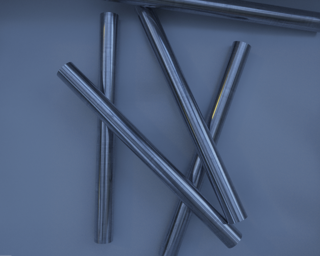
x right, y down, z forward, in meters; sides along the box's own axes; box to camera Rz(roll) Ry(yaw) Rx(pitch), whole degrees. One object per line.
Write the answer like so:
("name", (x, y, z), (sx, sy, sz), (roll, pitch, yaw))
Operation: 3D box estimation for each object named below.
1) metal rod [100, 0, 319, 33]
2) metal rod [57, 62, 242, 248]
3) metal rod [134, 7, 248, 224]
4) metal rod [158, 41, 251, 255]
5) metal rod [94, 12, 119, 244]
("metal rod", (0.070, -0.156, 0.397), (0.302, 0.025, 0.025), (6, 90, -7))
("metal rod", (-0.012, 0.034, 0.385), (0.025, 0.025, 0.300), (-45, 91, 0))
("metal rod", (0.036, -0.025, 0.393), (0.025, 0.025, 0.299), (-23, 83, 0))
("metal rod", (0.059, 0.030, 0.412), (0.025, 0.025, 0.299), (20, 90, -1))
("metal rod", (-0.071, 0.000, 0.410), (0.025, 0.025, 0.298), (1, 90, -1))
